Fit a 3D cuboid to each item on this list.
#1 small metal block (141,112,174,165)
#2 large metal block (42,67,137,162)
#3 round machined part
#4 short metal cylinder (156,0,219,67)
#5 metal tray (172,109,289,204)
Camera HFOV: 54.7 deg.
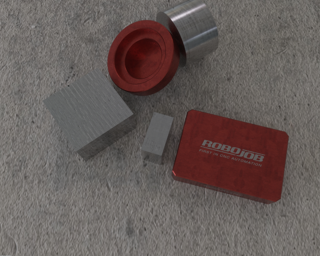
[{"bbox_3d":[-0.003,0.015,0.390,0.025,0.050,0.050,16,71,6],"label":"small metal block"},{"bbox_3d":[-0.088,-0.017,0.400,0.080,0.050,0.080,-34,74,-12],"label":"large metal block"},{"bbox_3d":[-0.018,-0.091,0.419,0.098,0.042,0.097,-4,80,25],"label":"round machined part"},{"bbox_3d":[0.036,-0.131,0.427,0.050,0.080,0.080,-28,73,-11],"label":"short metal cylinder"},{"bbox_3d":[0.088,0.036,0.393,0.131,0.030,0.090,14,70,5],"label":"metal tray"}]
